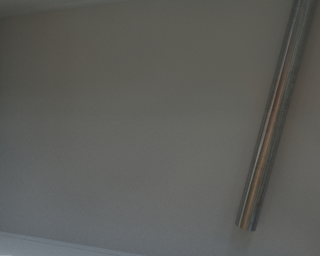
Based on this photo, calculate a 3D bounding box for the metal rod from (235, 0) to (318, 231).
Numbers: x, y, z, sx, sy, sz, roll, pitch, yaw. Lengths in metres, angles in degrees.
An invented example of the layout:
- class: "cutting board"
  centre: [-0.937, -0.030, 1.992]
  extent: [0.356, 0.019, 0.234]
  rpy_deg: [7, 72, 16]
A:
- class: "metal rod"
  centre: [0.137, -0.026, 0.362]
  extent: [0.025, 0.025, 0.298]
  rpy_deg: [15, 95, 19]
